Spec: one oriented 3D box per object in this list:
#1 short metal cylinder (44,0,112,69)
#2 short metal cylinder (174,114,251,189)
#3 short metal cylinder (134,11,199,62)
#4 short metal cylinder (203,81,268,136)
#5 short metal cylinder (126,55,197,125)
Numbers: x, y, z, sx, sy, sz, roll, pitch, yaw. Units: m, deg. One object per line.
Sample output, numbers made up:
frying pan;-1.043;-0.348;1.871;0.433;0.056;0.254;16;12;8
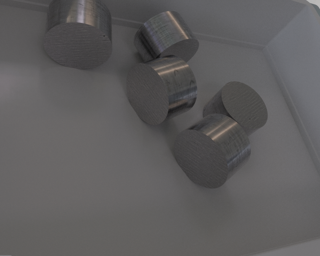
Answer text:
short metal cylinder;-0.101;-0.119;0.389;0.081;0.080;0.050;8;58;-24
short metal cylinder;0.065;0.028;0.388;0.050;0.080;0.080;-31;79;-38
short metal cylinder;0.009;-0.121;0.449;0.081;0.080;0.050;-19;72;-35
short metal cylinder;0.112;-0.023;0.463;0.081;0.050;0.080;14;56;-21
short metal cylinder;0.001;-0.050;0.401;0.050;0.080;0.080;-25;76;-37
